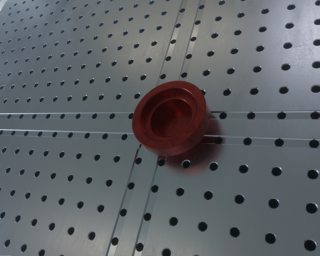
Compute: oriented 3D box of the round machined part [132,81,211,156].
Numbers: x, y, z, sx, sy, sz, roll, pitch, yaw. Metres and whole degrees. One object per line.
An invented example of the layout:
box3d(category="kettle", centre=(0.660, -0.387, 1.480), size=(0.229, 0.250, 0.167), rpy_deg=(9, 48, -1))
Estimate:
box3d(category="round machined part", centre=(0.017, -0.009, 0.394), size=(0.098, 0.042, 0.098), rpy_deg=(-13, 56, 21))
